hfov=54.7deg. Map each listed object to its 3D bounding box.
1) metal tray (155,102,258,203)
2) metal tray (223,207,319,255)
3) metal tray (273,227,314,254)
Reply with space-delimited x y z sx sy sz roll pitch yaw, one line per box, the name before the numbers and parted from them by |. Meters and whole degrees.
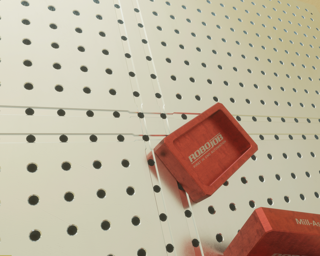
metal tray | 0.067 0.028 0.425 0.131 0.030 0.090 -32 80 -38
metal tray | 0.151 0.138 0.356 0.131 0.089 0.030 11 33 -17
metal tray | 0.168 0.172 0.359 0.131 0.030 0.090 -18 54 -43
